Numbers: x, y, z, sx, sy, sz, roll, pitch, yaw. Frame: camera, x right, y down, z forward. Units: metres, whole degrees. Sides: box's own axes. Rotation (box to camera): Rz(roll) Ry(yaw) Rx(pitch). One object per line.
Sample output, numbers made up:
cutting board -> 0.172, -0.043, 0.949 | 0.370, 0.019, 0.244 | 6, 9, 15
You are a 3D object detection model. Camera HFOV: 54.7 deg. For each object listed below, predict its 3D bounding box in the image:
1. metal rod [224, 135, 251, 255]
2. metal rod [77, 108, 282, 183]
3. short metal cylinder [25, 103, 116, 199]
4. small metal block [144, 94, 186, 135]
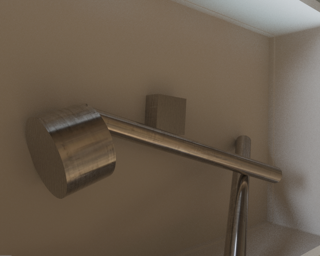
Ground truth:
metal rod -> 0.105, 0.106, 0.414 | 0.025, 0.025, 0.301 | 59, 30, -24
metal rod -> 0.043, 0.028, 0.400 | 0.302, 0.025, 0.025 | 18, 78, -25
short metal cylinder -> -0.087, 0.021, 0.299 | 0.050, 0.080, 0.079 | -23, 105, -38
small metal block -> 0.008, -0.017, 0.415 | 0.050, 0.025, 0.050 | 5, 87, -40
